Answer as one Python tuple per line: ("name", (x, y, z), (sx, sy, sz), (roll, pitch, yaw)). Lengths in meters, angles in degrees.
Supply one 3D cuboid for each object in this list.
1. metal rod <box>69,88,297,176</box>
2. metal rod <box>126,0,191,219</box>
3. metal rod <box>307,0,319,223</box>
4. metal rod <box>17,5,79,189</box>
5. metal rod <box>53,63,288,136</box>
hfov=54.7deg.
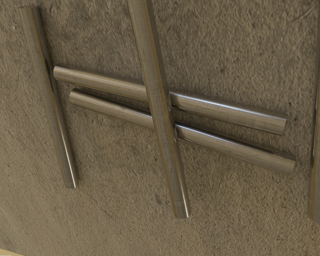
("metal rod", (0.015, -0.001, 0.398), (0.301, 0.025, 0.025), (18, 126, 17))
("metal rod", (0.003, -0.014, 0.362), (0.025, 0.025, 0.298), (2, 120, 27))
("metal rod", (0.164, -0.026, 0.303), (0.025, 0.025, 0.298), (3, 120, 26))
("metal rod", (-0.164, -0.028, 0.475), (0.025, 0.025, 0.298), (11, 123, 22))
("metal rod", (-0.003, -0.041, 0.382), (0.301, 0.025, 0.025), (15, 125, 19))
